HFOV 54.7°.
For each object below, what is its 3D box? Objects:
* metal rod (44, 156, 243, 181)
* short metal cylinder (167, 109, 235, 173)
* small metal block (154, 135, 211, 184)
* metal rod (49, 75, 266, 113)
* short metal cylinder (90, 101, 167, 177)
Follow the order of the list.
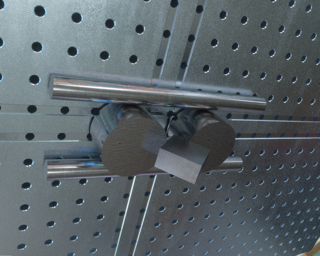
[{"bbox_3d":[-0.003,0.054,0.439,0.303,0.025,0.025,2,118,-30],"label":"metal rod"},{"bbox_3d":[0.057,0.015,0.431,0.081,0.050,0.079,-14,124,-21],"label":"short metal cylinder"},{"bbox_3d":[0.028,0.036,0.368,0.050,0.050,0.025,-40,149,-64],"label":"small metal block"},{"bbox_3d":[0.019,-0.038,0.394,0.303,0.025,0.025,2,118,-29],"label":"metal rod"},{"bbox_3d":[-0.039,0.012,0.377,0.081,0.050,0.079,-14,124,-21],"label":"short metal cylinder"}]
